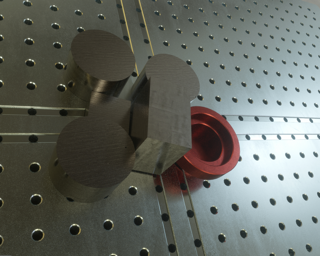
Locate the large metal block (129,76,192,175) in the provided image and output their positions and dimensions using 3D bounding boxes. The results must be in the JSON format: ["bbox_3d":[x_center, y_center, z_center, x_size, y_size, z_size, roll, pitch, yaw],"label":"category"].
[{"bbox_3d":[-0.005,0.000,0.366,0.050,0.080,0.080,15,56,-20],"label":"large metal block"}]

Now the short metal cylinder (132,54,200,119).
[{"bbox_3d":[0.008,-0.055,0.429,0.081,0.050,0.080,14,56,-21],"label":"short metal cylinder"}]

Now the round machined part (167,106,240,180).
[{"bbox_3d":[0.053,0.023,0.411,0.099,0.042,0.098,14,56,-21],"label":"round machined part"}]

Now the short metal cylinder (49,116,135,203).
[{"bbox_3d":[-0.073,0.034,0.332,0.081,0.050,0.080,14,56,-21],"label":"short metal cylinder"}]

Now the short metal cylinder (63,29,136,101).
[{"bbox_3d":[-0.078,-0.078,0.397,0.081,0.050,0.080,14,56,-21],"label":"short metal cylinder"}]

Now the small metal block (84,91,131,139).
[{"bbox_3d":[-0.065,-0.012,0.380,0.050,0.025,0.050,14,56,-21],"label":"small metal block"}]
